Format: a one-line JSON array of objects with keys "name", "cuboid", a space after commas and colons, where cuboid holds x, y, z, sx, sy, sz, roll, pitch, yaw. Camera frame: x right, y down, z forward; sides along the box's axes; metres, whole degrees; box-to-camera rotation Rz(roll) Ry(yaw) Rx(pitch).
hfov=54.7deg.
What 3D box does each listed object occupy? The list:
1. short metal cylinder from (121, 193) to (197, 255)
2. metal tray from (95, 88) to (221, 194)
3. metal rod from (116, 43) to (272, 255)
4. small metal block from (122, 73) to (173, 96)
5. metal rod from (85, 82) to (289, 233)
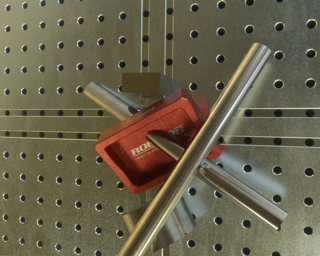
[{"name": "short metal cylinder", "cuboid": [-0.002, 0.114, 0.383, 0.080, 0.080, 0.050, -29, 81, 17]}, {"name": "metal tray", "cuboid": [-0.002, 0.020, 0.387, 0.130, 0.030, 0.090, -28, 113, 17]}, {"name": "metal rod", "cuboid": [0.034, 0.036, 0.339, 0.025, 0.025, 0.299, 32, 85, 17]}, {"name": "small metal block", "cuboid": [-0.016, -0.056, 0.404, 0.050, 0.050, 0.025, 3, 91, 19]}, {"name": "metal rod", "cuboid": [0.012, 0.021, 0.380, 0.300, 0.025, 0.025, 34, 101, 26]}]
